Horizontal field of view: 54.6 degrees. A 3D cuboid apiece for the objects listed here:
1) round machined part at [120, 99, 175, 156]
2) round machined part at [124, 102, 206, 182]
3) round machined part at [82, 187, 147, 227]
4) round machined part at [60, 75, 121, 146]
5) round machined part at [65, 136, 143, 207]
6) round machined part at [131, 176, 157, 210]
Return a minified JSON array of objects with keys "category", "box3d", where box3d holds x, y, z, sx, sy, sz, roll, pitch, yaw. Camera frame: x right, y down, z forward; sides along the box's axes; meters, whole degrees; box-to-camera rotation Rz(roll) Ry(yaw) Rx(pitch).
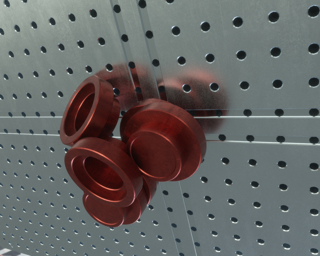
[{"category":"round machined part","box3d":[-0.009,0.016,0.388,0.098,0.042,0.097,13,124,21]},{"category":"round machined part","box3d":[0.000,0.023,0.359,0.098,0.042,0.097,13,123,21]},{"category":"round machined part","box3d":[-0.071,0.104,0.448,0.098,0.042,0.097,13,124,21]},{"category":"round machined part","box3d":[-0.090,-0.017,0.413,0.042,0.098,0.098,26,138,-35]},{"category":"round machined part","box3d":[-0.064,0.049,0.382,0.098,0.042,0.097,17,134,19]},{"category":"round machined part","box3d":[-0.058,0.085,0.457,0.098,0.042,0.097,13,124,21]}]
